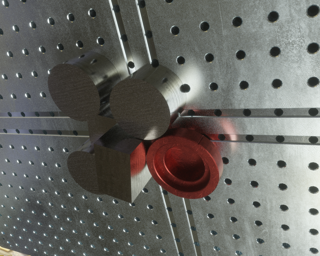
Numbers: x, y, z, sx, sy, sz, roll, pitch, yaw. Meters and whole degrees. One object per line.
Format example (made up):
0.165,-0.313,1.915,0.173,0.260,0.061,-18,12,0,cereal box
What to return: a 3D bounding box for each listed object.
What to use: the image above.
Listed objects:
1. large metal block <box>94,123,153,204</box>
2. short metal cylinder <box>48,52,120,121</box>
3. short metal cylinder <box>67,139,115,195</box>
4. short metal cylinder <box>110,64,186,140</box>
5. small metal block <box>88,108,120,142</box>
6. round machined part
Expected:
-0.042,0.039,0.418,0.050,0.080,0.079,15,125,20,large metal block
-0.100,-0.055,0.413,0.080,0.050,0.079,13,124,21,short metal cylinder
-0.094,0.056,0.479,0.080,0.050,0.079,13,124,21,short metal cylinder
-0.014,-0.032,0.382,0.080,0.050,0.079,13,124,21,short metal cylinder
-0.076,-0.002,0.450,0.050,0.025,0.050,14,124,20,small metal block
0.035,0.042,0.407,0.098,0.042,0.097,13,124,21,round machined part
